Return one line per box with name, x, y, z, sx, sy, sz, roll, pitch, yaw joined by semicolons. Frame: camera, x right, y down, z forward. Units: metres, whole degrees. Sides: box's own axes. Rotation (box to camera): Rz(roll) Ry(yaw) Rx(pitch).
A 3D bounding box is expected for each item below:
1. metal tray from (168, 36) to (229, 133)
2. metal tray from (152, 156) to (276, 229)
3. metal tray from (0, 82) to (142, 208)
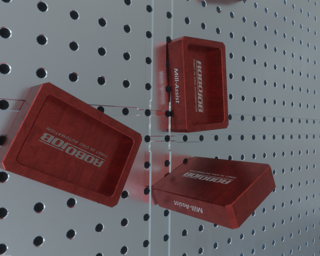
metal tray;0.058;-0.061;0.452;0.091;0.030;0.129;-5;94;-40
metal tray;0.065;0.075;0.394;0.091;0.130;0.030;-31;110;-36
metal tray;-0.089;0.022;0.330;0.130;0.030;0.090;32;70;-35
